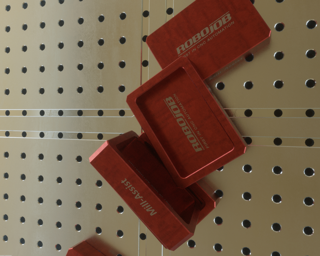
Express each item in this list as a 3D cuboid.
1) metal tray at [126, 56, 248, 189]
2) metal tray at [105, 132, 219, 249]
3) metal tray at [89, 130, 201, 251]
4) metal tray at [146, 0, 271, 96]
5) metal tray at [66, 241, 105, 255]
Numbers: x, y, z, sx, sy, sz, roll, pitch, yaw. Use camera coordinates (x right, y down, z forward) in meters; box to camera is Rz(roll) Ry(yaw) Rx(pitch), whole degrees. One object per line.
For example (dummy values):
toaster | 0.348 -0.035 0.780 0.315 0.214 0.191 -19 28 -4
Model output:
metal tray | 0.030 -0.006 0.366 0.090 0.030 0.130 -34 80 16
metal tray | 0.001 0.079 0.408 0.130 0.030 0.090 45 104 14
metal tray | -0.011 0.065 0.356 0.030 0.090 0.130 -44 86 14
metal tray | 0.059 -0.111 0.389 0.130 0.030 0.090 -33 80 16
metal tray | -0.086 0.235 0.438 0.130 0.030 0.090 28 99 17
